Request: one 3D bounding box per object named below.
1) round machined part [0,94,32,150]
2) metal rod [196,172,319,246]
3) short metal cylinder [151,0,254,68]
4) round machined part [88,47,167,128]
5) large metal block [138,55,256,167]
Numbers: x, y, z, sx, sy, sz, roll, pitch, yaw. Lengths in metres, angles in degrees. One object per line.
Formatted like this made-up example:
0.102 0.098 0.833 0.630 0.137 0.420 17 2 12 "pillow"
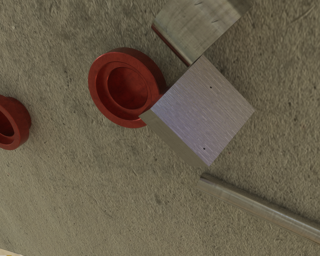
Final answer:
-0.259 -0.014 0.524 0.098 0.042 0.097 13 124 21 "round machined part"
0.189 0.129 0.386 0.301 0.025 0.025 23 127 14 "metal rod"
0.038 -0.102 0.288 0.050 0.080 0.080 46 129 -4 "short metal cylinder"
-0.036 -0.052 0.383 0.098 0.042 0.097 13 124 21 "round machined part"
0.038 -0.016 0.329 0.080 0.080 0.050 45 163 -8 "large metal block"
